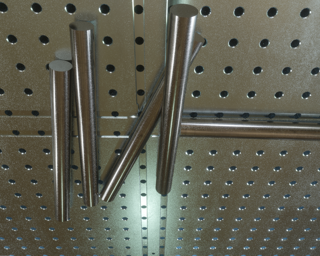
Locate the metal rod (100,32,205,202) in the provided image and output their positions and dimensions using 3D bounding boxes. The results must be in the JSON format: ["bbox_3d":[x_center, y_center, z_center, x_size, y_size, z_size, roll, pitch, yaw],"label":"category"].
[{"bbox_3d":[-0.025,0.006,0.416,0.025,0.025,0.298,19,128,-16],"label":"metal rod"}]

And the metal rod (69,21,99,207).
[{"bbox_3d":[-0.097,0.007,0.416,0.025,0.025,0.298,4,130,-4],"label":"metal rod"}]

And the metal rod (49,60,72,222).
[{"bbox_3d":[-0.141,0.041,0.444,0.025,0.025,0.298,8,130,-8],"label":"metal rod"}]

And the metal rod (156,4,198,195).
[{"bbox_3d":[0.013,-0.004,0.382,0.025,0.025,0.298,2,138,-2],"label":"metal rod"}]

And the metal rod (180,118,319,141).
[{"bbox_3d":[0.177,0.004,0.417,0.302,0.025,0.025,2,130,-3],"label":"metal rod"}]
